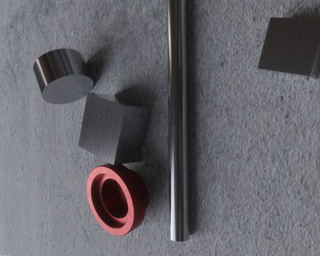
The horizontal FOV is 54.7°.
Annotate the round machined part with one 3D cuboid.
[{"bbox_3d":[-0.055,0.094,0.430,0.098,0.042,0.097,11,108,40],"label":"round machined part"}]

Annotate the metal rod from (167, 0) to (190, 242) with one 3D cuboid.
[{"bbox_3d":[0.023,-0.013,0.384,0.025,0.025,0.298,-1,89,39],"label":"metal rod"}]

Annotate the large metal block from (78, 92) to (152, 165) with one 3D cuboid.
[{"bbox_3d":[-0.065,-0.001,0.440,0.080,0.050,0.079,21,103,37],"label":"large metal block"}]

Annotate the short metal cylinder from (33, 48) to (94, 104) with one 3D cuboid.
[{"bbox_3d":[-0.153,-0.080,0.492,0.080,0.081,0.050,-37,67,33],"label":"short metal cylinder"}]

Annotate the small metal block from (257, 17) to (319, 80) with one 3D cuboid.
[{"bbox_3d":[0.129,-0.077,0.298,0.050,0.025,0.050,19,102,38],"label":"small metal block"}]
